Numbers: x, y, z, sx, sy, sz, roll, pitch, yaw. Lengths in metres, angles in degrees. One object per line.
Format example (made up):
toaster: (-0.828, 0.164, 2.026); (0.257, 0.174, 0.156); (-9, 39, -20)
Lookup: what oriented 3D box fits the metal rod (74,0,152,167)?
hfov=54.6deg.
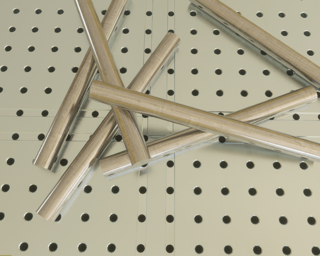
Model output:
metal rod: (-0.074, -0.090, 0.416); (0.025, 0.025, 0.299); (-20, 71, -7)

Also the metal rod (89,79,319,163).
metal rod: (0.064, -0.006, 0.383); (0.302, 0.025, 0.025); (15, 70, -7)

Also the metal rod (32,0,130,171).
metal rod: (-0.102, -0.083, 0.441); (0.025, 0.025, 0.300); (17, 71, 6)

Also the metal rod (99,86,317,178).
metal rod: (0.068, 0.002, 0.411); (0.302, 0.025, 0.025); (-19, 71, -7)

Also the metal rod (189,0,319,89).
metal rod: (0.167, -0.119, 0.456); (0.300, 0.025, 0.025); (39, 75, 13)

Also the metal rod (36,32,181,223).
metal rod: (-0.059, -0.013, 0.416); (0.025, 0.025, 0.300); (30, 73, 10)
